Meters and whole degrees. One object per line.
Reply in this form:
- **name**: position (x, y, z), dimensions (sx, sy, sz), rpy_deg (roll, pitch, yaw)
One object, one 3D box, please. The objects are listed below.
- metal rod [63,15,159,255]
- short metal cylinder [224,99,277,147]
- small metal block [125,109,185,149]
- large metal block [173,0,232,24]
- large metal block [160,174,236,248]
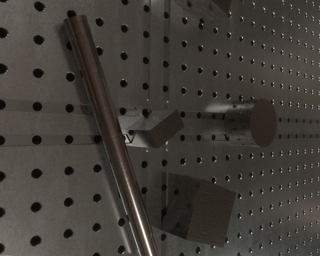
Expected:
- **metal rod**: position (-0.053, 0.022, 0.366), dimensions (0.025, 0.025, 0.298), rpy_deg (-26, 106, -37)
- **short metal cylinder**: position (0.154, -0.008, 0.526), dimensions (0.081, 0.050, 0.079), rpy_deg (0, 90, -40)
- **small metal block**: position (-0.007, 0.000, 0.389), dimensions (0.050, 0.050, 0.025), rpy_deg (-38, 114, -34)
- **large metal block**: position (0.063, -0.212, 0.447), dimensions (0.080, 0.050, 0.080), rpy_deg (24, 75, -38)
- **large metal block**: position (0.056, 0.118, 0.443), dimensions (0.080, 0.050, 0.080), rpy_deg (27, 73, -37)
